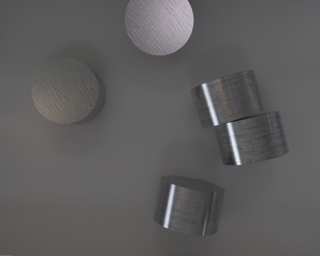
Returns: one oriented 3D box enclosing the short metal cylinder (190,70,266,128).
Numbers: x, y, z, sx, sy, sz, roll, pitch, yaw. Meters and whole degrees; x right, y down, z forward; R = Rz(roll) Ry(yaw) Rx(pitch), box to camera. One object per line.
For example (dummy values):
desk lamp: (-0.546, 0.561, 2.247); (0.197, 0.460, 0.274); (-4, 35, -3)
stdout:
short metal cylinder: (0.084, -0.035, 0.384); (0.080, 0.080, 0.050); (-17, 90, 0)

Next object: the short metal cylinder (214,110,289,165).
short metal cylinder: (0.112, 0.012, 0.385); (0.080, 0.080, 0.050); (-13, 90, 0)

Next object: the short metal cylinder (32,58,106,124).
short metal cylinder: (-0.114, -0.045, 0.398); (0.081, 0.050, 0.080); (0, 90, 0)

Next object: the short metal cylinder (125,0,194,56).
short metal cylinder: (0.001, -0.135, 0.383); (0.080, 0.050, 0.079); (2, 117, 4)

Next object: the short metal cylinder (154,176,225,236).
short metal cylinder: (0.036, 0.093, 0.384); (0.080, 0.080, 0.050); (10, 90, 0)
